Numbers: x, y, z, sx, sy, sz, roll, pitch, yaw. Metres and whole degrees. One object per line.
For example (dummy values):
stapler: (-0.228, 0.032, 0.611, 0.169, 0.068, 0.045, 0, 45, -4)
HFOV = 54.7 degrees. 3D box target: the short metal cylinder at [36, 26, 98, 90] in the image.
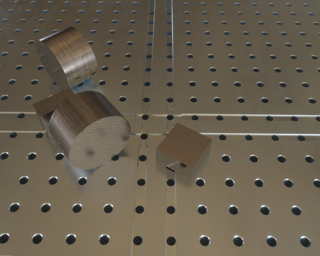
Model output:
short metal cylinder: (-0.137, -0.101, 0.456, 0.050, 0.080, 0.080, -36, 59, -26)

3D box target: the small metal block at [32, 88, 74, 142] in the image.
small metal block: (-0.130, -0.017, 0.404, 0.050, 0.050, 0.025, -30, 56, -23)

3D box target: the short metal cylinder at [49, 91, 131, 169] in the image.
short metal cylinder: (-0.082, 0.003, 0.369, 0.081, 0.080, 0.050, -30, 56, -23)

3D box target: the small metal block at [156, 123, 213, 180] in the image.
small metal block: (0.030, 0.028, 0.385, 0.050, 0.025, 0.050, 26, 55, 20)
